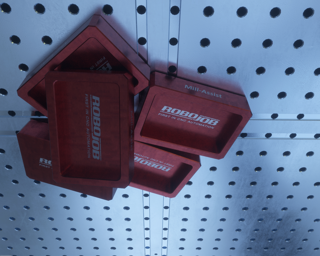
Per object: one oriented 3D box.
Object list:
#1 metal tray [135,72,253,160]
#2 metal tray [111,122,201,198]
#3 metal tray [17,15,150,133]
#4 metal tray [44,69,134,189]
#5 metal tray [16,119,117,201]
[{"bbox_3d":[0.038,-0.012,0.397,0.131,0.030,0.089,14,129,-12],"label":"metal tray"},{"bbox_3d":[-0.018,0.050,0.449,0.131,0.030,0.089,20,128,-16],"label":"metal tray"},{"bbox_3d":[-0.087,-0.054,0.360,0.130,0.030,0.090,-32,123,24],"label":"metal tray"},{"bbox_3d":[-0.077,0.001,0.352,0.090,0.030,0.129,3,106,6],"label":"metal tray"},{"bbox_3d":[-0.121,0.045,0.423,0.131,0.030,0.089,14,131,6],"label":"metal tray"}]
